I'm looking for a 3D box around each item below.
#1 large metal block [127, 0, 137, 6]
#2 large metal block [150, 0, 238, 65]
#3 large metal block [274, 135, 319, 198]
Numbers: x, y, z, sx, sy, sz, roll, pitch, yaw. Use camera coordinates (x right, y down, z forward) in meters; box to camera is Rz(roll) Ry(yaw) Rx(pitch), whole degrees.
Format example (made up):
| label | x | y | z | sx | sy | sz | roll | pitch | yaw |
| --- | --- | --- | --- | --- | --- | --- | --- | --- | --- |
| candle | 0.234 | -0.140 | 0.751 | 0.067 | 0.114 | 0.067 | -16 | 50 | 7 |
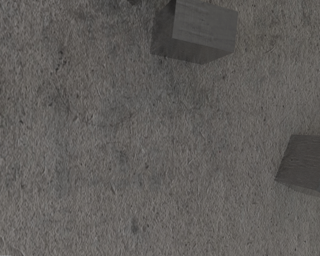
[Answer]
| label | x | y | z | sx | sy | sz | roll | pitch | yaw |
| --- | --- | --- | --- | --- | --- | --- | --- | --- | --- |
| large metal block | -0.033 | -0.217 | 0.383 | 0.080 | 0.050 | 0.080 | 40 | 77 | -16 |
| large metal block | 0.040 | -0.120 | 0.394 | 0.081 | 0.080 | 0.050 | 7 | 88 | -20 |
| large metal block | 0.231 | 0.057 | 0.465 | 0.050 | 0.080 | 0.080 | 27 | 81 | -18 |
